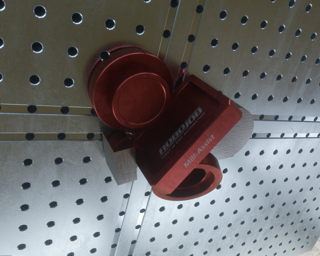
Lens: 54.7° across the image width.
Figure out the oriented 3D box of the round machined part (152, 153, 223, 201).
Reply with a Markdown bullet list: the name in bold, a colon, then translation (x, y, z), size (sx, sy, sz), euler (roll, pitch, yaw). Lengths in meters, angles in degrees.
- **round machined part**: translation (0.035, 0.061, 0.437), size (0.099, 0.042, 0.097), euler (-7, 140, -5)

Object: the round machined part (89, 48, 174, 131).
- **round machined part**: translation (-0.028, -0.038, 0.356), size (0.099, 0.042, 0.097), euler (-14, 124, -21)

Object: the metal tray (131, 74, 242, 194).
- **metal tray**: translation (0.025, 0.004, 0.380), size (0.130, 0.090, 0.030), euler (-48, 129, 5)

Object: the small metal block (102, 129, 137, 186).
- **small metal block**: translation (-0.050, 0.034, 0.383), size (0.025, 0.050, 0.050), euler (-14, 125, -21)

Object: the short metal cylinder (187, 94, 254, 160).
- **short metal cylinder**: translation (0.082, -0.003, 0.433), size (0.081, 0.050, 0.079), euler (-14, 124, -21)
